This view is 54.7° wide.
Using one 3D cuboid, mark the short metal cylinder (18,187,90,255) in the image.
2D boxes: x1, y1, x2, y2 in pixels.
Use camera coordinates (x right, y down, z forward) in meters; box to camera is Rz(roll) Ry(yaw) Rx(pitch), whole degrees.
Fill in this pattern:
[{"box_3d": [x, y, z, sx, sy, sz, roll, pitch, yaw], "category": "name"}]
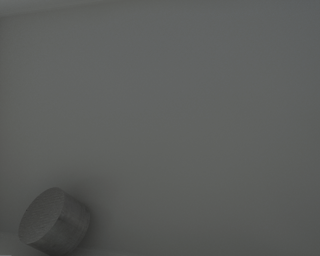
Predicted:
[{"box_3d": [-0.145, 0.129, 0.426, 0.080, 0.050, 0.080, -24, 40, 22], "category": "short metal cylinder"}]
